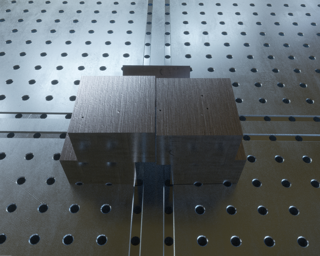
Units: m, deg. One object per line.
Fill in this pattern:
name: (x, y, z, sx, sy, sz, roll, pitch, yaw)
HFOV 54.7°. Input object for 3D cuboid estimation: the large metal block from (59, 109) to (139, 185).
large metal block: (-0.066, 0.020, 0.374, 0.081, 0.050, 0.080, 1, 50, 0)

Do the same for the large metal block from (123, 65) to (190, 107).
large metal block: (-0.004, -0.056, 0.411, 0.081, 0.050, 0.080, 0, 8, 0)

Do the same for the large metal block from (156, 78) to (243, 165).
large metal block: (0.037, -0.008, 0.331, 0.081, 0.050, 0.080, 0, 50, -1)

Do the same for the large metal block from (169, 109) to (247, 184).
large metal block: (0.052, 0.020, 0.375, 0.081, 0.050, 0.080, -1, 50, -1)

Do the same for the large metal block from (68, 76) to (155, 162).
large metal block: (-0.045, -0.010, 0.331, 0.081, 0.050, 0.080, 0, 50, -1)
